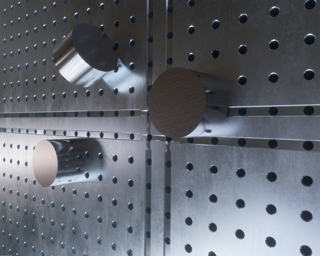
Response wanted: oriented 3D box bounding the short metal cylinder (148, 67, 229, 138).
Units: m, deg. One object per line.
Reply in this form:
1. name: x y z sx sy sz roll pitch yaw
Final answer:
1. short metal cylinder: 0.033 -0.028 0.366 0.080 0.050 0.079 0 90 40

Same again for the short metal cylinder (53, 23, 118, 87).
1. short metal cylinder: -0.111 -0.108 0.465 0.050 0.081 0.080 -28 73 37

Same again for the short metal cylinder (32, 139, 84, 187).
1. short metal cylinder: -0.179 0.059 0.541 0.080 0.050 0.079 0 90 40
